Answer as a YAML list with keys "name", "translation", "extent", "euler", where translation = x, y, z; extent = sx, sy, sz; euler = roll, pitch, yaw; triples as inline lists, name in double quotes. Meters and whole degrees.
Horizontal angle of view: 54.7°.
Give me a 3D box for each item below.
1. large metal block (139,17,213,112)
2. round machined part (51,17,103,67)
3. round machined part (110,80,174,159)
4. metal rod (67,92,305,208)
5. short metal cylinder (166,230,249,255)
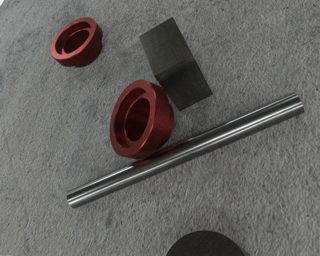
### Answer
- name: "large metal block"
  translation: [0.021, -0.082, 0.408]
  extent: [0.050, 0.080, 0.080]
  euler: [-27, 52, 11]
- name: "round machined part"
  translation: [-0.144, -0.149, 0.561]
  extent: [0.098, 0.042, 0.098]
  euler: [-13, 56, 21]
- name: "round machined part"
  translation: [-0.020, -0.008, 0.392]
  extent: [0.098, 0.042, 0.098]
  euler: [-22, 60, 46]
- name: "metal rod"
  translation: [0.019, 0.033, 0.373]
  extent: [0.301, 0.025, 0.025]
  euler: [-24, 53, 13]
- name: "short metal cylinder"
  translation: [0.047, 0.138, 0.278]
  extent: [0.080, 0.050, 0.080]
  euler: [-13, 56, 21]
